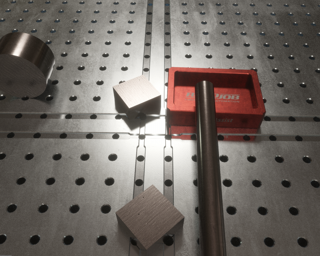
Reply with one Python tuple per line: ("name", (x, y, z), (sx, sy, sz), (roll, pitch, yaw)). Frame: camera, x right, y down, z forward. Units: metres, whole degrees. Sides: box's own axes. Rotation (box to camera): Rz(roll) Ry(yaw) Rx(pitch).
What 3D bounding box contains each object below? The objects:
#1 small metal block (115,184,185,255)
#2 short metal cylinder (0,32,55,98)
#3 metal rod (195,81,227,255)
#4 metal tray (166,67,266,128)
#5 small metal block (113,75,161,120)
("small metal block", (-0.010, 0.097, 0.326), (0.050, 0.025, 0.050), (-34, 58, -25))
("short metal cylinder", (-0.198, -0.089, 0.444), (0.081, 0.080, 0.050), (1, 50, 0))
("metal rod", (0.053, 0.071, 0.326), (0.025, 0.025, 0.300), (2, 57, 1))
("metal tray", (0.076, -0.045, 0.443), (0.131, 0.030, 0.090), (2, 50, 1))
("small metal block", (-0.033, -0.045, 0.445), (0.050, 0.025, 0.050), (-25, 55, -20))
